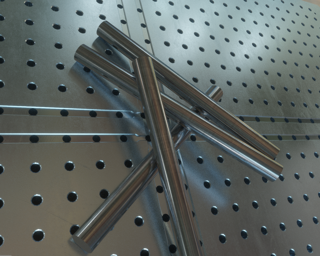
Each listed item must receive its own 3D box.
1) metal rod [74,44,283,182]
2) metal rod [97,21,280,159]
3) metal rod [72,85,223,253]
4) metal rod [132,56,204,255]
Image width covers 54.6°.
[{"bbox_3d":[0.021,-0.022,0.402,0.301,0.025,0.025,32,51,4],"label":"metal rod"},{"bbox_3d":[0.033,-0.054,0.431,0.300,0.025,0.025,38,51,8],"label":"metal rod"},{"bbox_3d":[0.006,0.028,0.393,0.025,0.025,0.301,43,51,1],"label":"metal rod"},{"bbox_3d":[0.013,0.057,0.352,0.025,0.025,0.299,-6,73,-31],"label":"metal rod"}]
